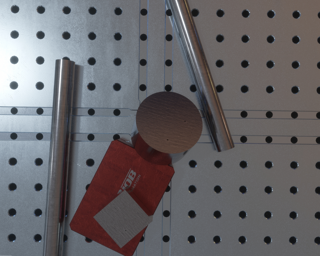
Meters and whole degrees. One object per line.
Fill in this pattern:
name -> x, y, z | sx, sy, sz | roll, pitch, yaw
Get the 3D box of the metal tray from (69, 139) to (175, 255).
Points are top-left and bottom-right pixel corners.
metal tray -> -0.048, 0.090, 0.410 | 0.090, 0.030, 0.130 | 27, 90, -1

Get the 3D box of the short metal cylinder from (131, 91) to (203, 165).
short metal cylinder -> 0.007, 0.001, 0.386 | 0.081, 0.050, 0.080 | 5, 67, -11

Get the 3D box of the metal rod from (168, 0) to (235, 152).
metal rod -> 0.042, -0.114, 0.413 | 0.025, 0.025, 0.298 | -18, 90, 0

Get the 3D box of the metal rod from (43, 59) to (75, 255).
metal rod -> -0.135, 0.060, 0.411 | 0.025, 0.025, 0.298 | 4, 90, -1

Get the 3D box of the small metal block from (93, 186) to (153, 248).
small metal block -> -0.044, 0.109, 0.382 | 0.050, 0.025, 0.050 | -41, 91, 0
